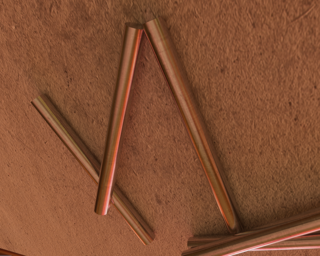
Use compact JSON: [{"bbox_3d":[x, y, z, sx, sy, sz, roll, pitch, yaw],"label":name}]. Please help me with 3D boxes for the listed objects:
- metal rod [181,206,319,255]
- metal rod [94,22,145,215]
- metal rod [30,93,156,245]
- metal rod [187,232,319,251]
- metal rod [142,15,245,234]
[{"bbox_3d":[0.147,0.131,0.391,0.299,0.025,0.025,-33,100,32],"label":"metal rod"},{"bbox_3d":[-0.061,0.008,0.426,0.025,0.025,0.298,23,122,14],"label":"metal rod"},{"bbox_3d":[-0.103,0.073,0.506,0.025,0.025,0.299,-27,104,37],"label":"metal rod"},{"bbox_3d":[0.167,0.148,0.409,0.300,0.025,0.025,-19,109,35],"label":"metal rod"},{"bbox_3d":[0.049,0.011,0.387,0.025,0.025,0.299,-11,113,33],"label":"metal rod"}]
